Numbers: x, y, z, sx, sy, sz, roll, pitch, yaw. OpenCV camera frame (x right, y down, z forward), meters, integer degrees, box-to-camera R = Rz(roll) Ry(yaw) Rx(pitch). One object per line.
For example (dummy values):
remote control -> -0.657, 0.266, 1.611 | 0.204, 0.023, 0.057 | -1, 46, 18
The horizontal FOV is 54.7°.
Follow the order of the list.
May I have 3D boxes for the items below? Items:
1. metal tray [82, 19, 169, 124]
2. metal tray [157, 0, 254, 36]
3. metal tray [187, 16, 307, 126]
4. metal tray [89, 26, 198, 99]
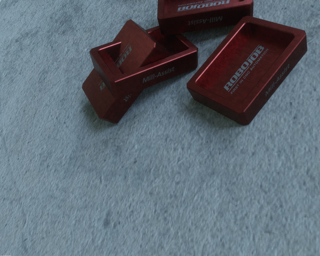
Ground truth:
metal tray -> -0.055, -0.082, 0.452 | 0.130, 0.030, 0.090 | -50, 48, 15
metal tray -> 0.064, -0.185, 0.456 | 0.131, 0.030, 0.090 | -6, 53, 10
metal tray -> 0.108, -0.076, 0.390 | 0.090, 0.030, 0.130 | 34, 80, 38
metal tray -> -0.023, -0.099, 0.442 | 0.131, 0.030, 0.090 | -24, 50, -15
